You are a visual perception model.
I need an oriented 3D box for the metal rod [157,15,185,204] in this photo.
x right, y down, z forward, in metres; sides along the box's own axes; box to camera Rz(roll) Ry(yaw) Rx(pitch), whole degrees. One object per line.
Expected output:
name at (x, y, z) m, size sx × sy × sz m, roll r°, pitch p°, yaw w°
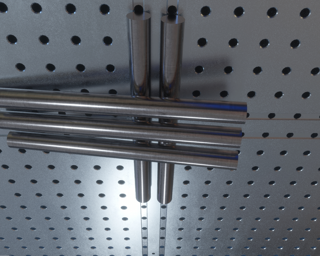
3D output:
metal rod at (0.010, 0.002, 0.414) m, size 0.025 × 0.025 × 0.298 m, roll 1°, pitch 130°, yaw -1°

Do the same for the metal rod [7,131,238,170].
metal rod at (-0.052, 0.028, 0.407) m, size 0.302 × 0.025 × 0.025 m, roll 5°, pitch 131°, yaw 6°

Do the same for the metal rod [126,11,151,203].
metal rod at (-0.025, -0.001, 0.411) m, size 0.025 × 0.025 × 0.298 m, roll 1°, pitch 130°, yaw -1°

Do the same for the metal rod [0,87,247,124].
metal rod at (-0.055, -0.027, 0.361) m, size 0.302 × 0.025 × 0.025 m, roll 4°, pitch 131°, yaw 6°

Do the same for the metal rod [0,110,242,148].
metal rod at (-0.054, 0.000, 0.384) m, size 0.302 × 0.025 × 0.025 m, roll 4°, pitch 131°, yaw 6°
